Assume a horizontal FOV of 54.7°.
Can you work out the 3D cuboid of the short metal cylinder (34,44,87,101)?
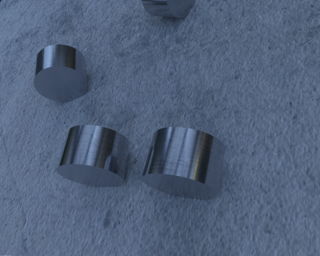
[{"bbox_3d":[-0.161,-0.088,0.505,0.080,0.080,0.050,-22,54,15],"label":"short metal cylinder"}]

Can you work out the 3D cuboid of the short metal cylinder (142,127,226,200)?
[{"bbox_3d":[0.026,0.040,0.330,0.080,0.080,0.050,0,62,28],"label":"short metal cylinder"}]

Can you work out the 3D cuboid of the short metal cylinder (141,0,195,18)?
[{"bbox_3d":[0.014,-0.219,0.494,0.050,0.080,0.080,19,72,35],"label":"short metal cylinder"}]

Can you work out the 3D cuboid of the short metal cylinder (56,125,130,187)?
[{"bbox_3d":[-0.082,0.037,0.387,0.080,0.080,0.050,-6,59,24],"label":"short metal cylinder"}]
